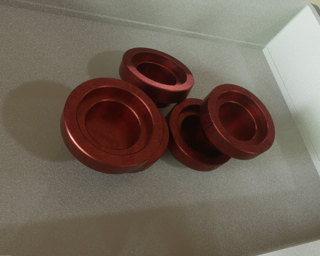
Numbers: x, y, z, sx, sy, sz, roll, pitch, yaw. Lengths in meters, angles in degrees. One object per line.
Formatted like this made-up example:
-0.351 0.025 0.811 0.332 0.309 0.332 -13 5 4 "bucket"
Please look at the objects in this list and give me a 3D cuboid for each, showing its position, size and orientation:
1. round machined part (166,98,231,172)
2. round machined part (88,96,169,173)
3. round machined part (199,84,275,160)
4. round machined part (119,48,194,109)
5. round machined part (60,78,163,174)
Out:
0.048 0.012 0.411 0.099 0.042 0.098 14 56 -21 "round machined part"
-0.042 0.008 0.365 0.099 0.042 0.098 14 56 -21 "round machined part"
0.092 -0.004 0.391 0.099 0.042 0.098 14 56 -21 "round machined part"
-0.007 -0.063 0.415 0.099 0.042 0.098 16 38 -13 "round machined part"
-0.050 0.001 0.312 0.099 0.042 0.098 14 56 -21 "round machined part"
